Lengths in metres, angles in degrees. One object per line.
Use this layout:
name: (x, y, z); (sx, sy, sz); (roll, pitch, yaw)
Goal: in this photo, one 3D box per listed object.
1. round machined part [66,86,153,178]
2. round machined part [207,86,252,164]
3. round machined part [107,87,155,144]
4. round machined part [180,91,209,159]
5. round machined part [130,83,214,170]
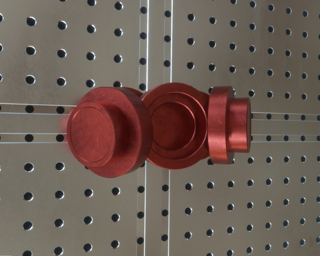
round machined part: (-0.060, 0.005, 0.328); (0.042, 0.098, 0.097); (-9, 94, -58)
round machined part: (0.089, -0.004, 0.384); (0.042, 0.098, 0.097); (0, 90, 20)
round machined part: (-0.045, -0.003, 0.387); (0.099, 0.042, 0.097); (0, 90, -21)
round machined part: (0.047, -0.003, 0.422); (0.099, 0.042, 0.097); (0, 90, -21)
round machined part: (0.011, -0.002, 0.363); (0.099, 0.042, 0.097); (0, 90, -21)
